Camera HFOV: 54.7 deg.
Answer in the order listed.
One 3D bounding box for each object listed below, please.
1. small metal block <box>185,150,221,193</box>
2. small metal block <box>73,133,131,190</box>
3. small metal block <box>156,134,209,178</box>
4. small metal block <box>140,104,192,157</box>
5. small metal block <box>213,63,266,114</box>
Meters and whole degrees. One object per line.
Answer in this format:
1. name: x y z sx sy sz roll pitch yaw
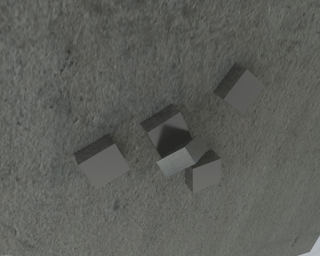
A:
1. small metal block: 0.067 0.068 0.488 0.050 0.025 0.050 -17 126 -19
2. small metal block: -0.073 0.043 0.395 0.050 0.025 0.050 -31 129 -9
3. small metal block: 0.031 0.037 0.419 0.050 0.025 0.050 -31 -178 33
4. small metal block: 0.009 0.004 0.416 0.050 0.025 0.050 -33 129 -7
5. small metal block: 0.112 -0.055 0.436 0.050 0.025 0.050 28 103 -38
